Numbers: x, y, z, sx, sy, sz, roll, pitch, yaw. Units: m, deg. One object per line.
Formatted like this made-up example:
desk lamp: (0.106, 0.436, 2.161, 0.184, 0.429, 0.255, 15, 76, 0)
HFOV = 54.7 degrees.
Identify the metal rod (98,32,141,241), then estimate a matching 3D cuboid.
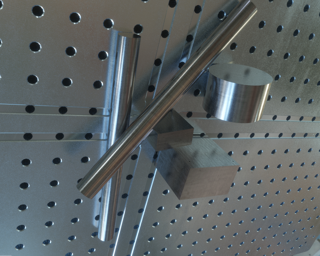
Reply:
metal rod: (-0.057, 0.031, 0.400, 0.025, 0.025, 0.298, -4, 121, -27)

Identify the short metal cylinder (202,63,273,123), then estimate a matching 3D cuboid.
short metal cylinder: (0.099, -0.047, 0.403, 0.081, 0.080, 0.050, -8, 122, -25)

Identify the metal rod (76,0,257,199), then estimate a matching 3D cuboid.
metal rod: (0.010, -0.037, 0.373, 0.300, 0.025, 0.025, -49, 130, -3)

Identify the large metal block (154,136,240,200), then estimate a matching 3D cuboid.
large metal block: (0.049, 0.052, 0.437, 0.081, 0.080, 0.050, 1, 118, -29)

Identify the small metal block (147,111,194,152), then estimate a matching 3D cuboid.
small metal block: (0.008, 0.003, 0.403, 0.050, 0.050, 0.025, -9, 123, -24)
